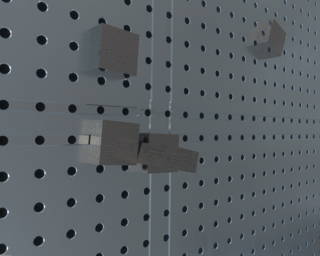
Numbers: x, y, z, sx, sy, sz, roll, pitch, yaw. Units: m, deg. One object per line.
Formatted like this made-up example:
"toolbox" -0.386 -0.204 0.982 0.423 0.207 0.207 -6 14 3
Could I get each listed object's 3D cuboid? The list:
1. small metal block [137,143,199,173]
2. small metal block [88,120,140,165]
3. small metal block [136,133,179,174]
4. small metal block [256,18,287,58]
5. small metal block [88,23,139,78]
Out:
"small metal block" 0.009 0.035 0.367 0.050 0.050 0.025 16 80 -39
"small metal block" -0.053 0.018 0.364 0.050 0.025 0.050 7 86 -40
"small metal block" -0.003 0.032 0.406 0.050 0.025 0.050 4 88 -40
"small metal block" 0.209 -0.167 0.582 0.050 0.025 0.050 29 72 -36
"small metal block" -0.053 -0.089 0.363 0.050 0.025 0.050 6 86 -40
